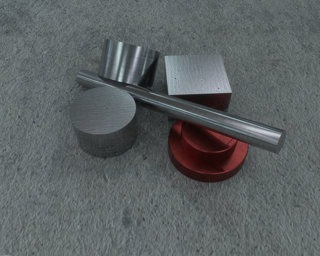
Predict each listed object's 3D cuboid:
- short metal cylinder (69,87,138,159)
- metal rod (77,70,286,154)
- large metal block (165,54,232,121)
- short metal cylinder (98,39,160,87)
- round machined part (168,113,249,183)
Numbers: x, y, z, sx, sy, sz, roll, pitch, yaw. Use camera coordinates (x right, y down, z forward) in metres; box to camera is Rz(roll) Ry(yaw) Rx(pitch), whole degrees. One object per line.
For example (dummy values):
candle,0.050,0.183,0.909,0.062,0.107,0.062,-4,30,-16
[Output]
short metal cylinder,-0.069,-0.007,0.395,0.081,0.050,0.080,0,50,0
metal rod,0.002,-0.031,0.387,0.300,0.025,0.025,21,52,33
large metal block,0.049,-0.058,0.435,0.081,0.050,0.080,-2,50,-2
short metal cylinder,-0.044,-0.092,0.441,0.080,0.050,0.080,13,12,-3
round machined part,0.059,0.014,0.381,0.099,0.042,0.098,0,50,0
